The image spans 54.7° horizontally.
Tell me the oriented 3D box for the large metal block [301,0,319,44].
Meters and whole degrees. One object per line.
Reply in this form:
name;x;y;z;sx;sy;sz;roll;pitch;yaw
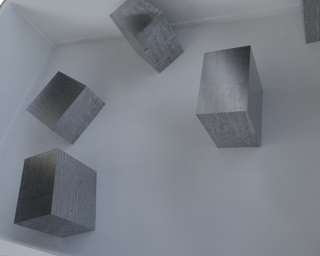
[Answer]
large metal block;0.207;-0.151;0.355;0.080;0.080;0.050;-7;59;24

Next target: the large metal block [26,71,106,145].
large metal block;-0.148;-0.033;0.485;0.080;0.050;0.080;29;77;37

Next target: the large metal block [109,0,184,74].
large metal block;-0.019;-0.141;0.466;0.050;0.080;0.080;-42;51;0

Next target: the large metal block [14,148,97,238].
large metal block;-0.123;0.083;0.383;0.050;0.080;0.080;-18;55;17

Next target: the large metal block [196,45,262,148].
large metal block;0.082;-0.031;0.346;0.050;0.080;0.080;-3;60;26
